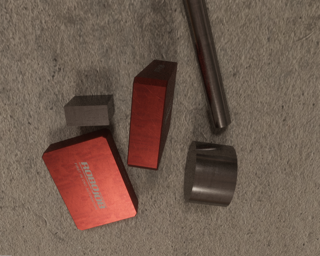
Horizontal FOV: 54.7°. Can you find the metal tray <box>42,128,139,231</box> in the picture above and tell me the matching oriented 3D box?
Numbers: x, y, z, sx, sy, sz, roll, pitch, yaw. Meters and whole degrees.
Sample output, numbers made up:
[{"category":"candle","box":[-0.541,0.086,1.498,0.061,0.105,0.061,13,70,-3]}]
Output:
[{"category":"metal tray","box":[-0.093,0.074,0.433,0.090,0.030,0.129,-17,110,5]}]

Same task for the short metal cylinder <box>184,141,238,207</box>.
[{"category":"short metal cylinder","box":[0.063,0.059,0.403,0.050,0.080,0.079,8,110,-3]}]

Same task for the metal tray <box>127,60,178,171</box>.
[{"category":"metal tray","box":[-0.005,-0.022,0.344,0.030,0.130,0.089,8,110,5]}]

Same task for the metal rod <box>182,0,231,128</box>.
[{"category":"metal rod","box":[0.041,-0.140,0.358,0.025,0.025,0.298,-15,110,5]}]

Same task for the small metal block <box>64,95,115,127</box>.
[{"category":"small metal block","box":[-0.086,-0.023,0.387,0.050,0.050,0.025,-2,110,0]}]
